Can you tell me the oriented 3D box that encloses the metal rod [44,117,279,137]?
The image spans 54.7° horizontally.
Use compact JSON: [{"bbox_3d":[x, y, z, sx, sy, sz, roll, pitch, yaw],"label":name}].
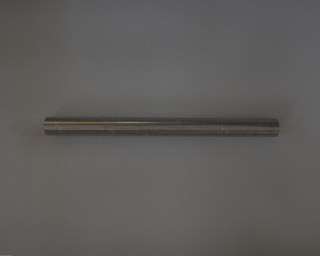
[{"bbox_3d":[0.003,-0.001,0.409,0.302,0.025,0.025,0,90,-1],"label":"metal rod"}]
